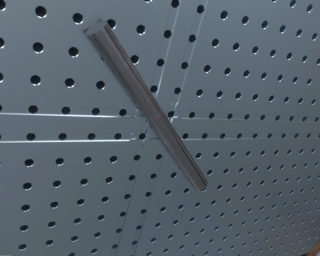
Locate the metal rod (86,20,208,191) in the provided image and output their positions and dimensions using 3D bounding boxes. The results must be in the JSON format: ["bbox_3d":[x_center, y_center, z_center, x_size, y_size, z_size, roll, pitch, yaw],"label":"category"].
[{"bbox_3d":[0.001,-0.005,0.408,0.025,0.025,0.300,-37,129,-4],"label":"metal rod"}]
